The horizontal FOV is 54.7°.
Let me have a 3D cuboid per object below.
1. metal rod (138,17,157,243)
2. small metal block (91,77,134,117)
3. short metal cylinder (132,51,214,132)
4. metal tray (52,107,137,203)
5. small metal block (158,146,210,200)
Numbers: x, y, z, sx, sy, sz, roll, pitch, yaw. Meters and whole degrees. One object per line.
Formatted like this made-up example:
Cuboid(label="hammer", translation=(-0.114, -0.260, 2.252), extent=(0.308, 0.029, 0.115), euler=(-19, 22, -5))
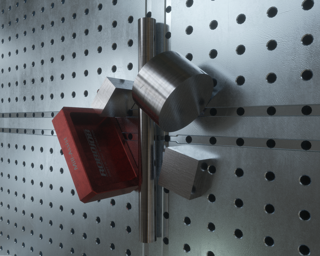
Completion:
Cuboid(label="metal rod", translation=(-0.017, 0.003, 0.421), extent=(0.025, 0.025, 0.298), euler=(0, 90, 39))
Cuboid(label="small metal block", translation=(-0.062, -0.043, 0.441), extent=(0.025, 0.050, 0.050), euler=(49, 119, 28))
Cuboid(label="short metal cylinder", translation=(0.015, -0.042, 0.359), extent=(0.050, 0.081, 0.080), euler=(45, 117, 30))
Cuboid(label="metal tray", translation=(-0.087, 0.033, 0.435), extent=(0.030, 0.091, 0.130), euler=(-40, 66, 33))
Cuboid(label="small metal block", translation=(0.029, 0.054, 0.385), extent=(0.050, 0.025, 0.050), euler=(19, 102, 38))
